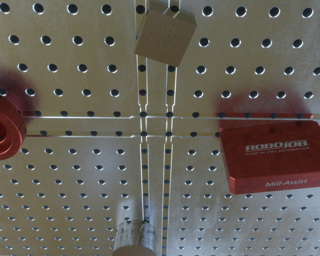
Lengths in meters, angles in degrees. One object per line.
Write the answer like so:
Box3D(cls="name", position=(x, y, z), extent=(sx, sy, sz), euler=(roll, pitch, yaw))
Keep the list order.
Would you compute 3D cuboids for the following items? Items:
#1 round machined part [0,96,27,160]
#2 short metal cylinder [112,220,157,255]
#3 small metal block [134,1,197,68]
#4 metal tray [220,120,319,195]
Box3D(cls="round machined part", position=(-0.220, -0.007, 0.393), extent=(0.099, 0.042, 0.097), euler=(0, 130, 0))
Box3D(cls="short metal cylinder", position=(-0.047, 0.217, 0.579), extent=(0.081, 0.050, 0.079), euler=(0, 130, 0))
Box3D(cls="small metal block", position=(0.005, -0.098, 0.328), extent=(0.050, 0.025, 0.050), euler=(15, 129, -13))
Box3D(cls="metal tray", position=(0.149, 0.036, 0.400), extent=(0.131, 0.090, 0.030), euler=(-6, 130, 5))
